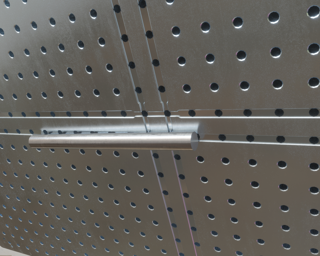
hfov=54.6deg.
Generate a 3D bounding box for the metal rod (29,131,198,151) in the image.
[{"bbox_3d":[-0.087,0.020,0.470,0.300,0.025,0.025,-1,118,29],"label":"metal rod"}]
